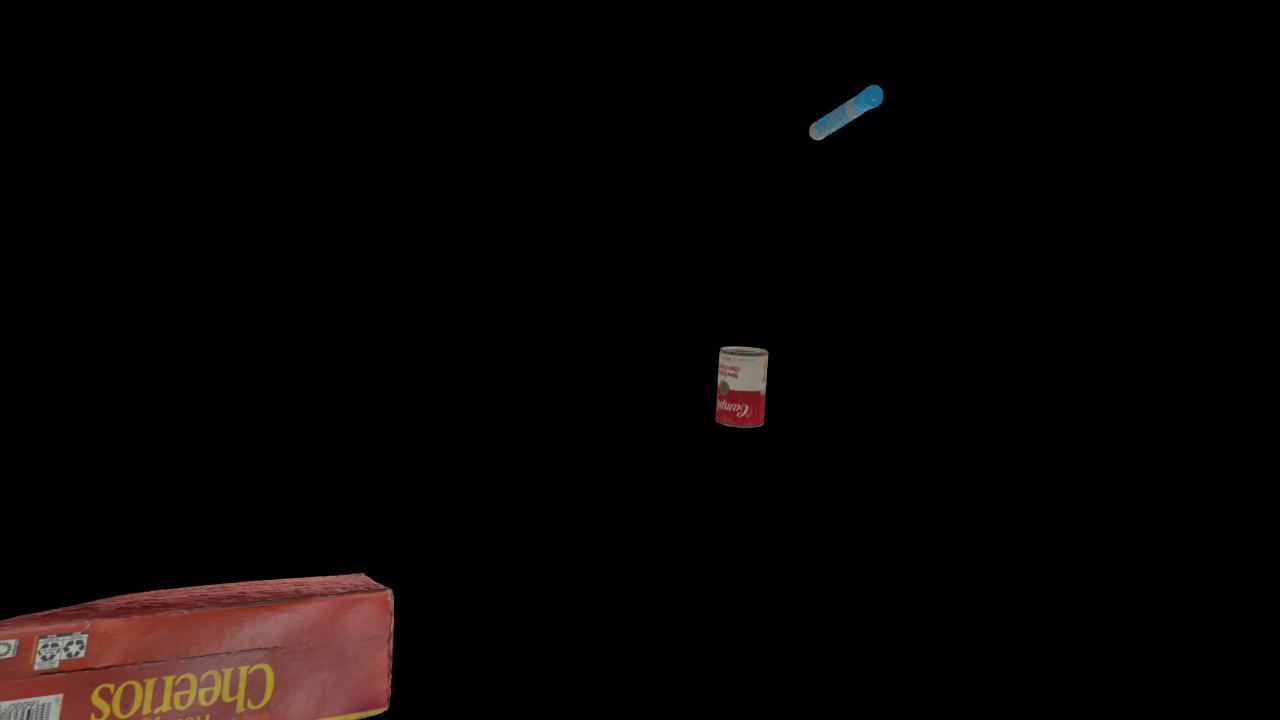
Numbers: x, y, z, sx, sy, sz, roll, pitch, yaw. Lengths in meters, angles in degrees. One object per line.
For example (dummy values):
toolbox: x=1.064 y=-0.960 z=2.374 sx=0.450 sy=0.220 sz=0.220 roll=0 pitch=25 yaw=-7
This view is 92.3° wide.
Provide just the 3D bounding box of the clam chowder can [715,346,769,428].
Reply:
clam chowder can: x=0.140 y=0.035 z=0.843 sx=0.068 sy=0.102 sz=0.068 roll=3 pitch=8 yaw=0

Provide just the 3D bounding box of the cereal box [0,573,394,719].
cereal box: x=-0.303 y=0.207 z=0.453 sx=0.203 sy=0.081 sz=0.306 roll=4 pitch=-18 yaw=-27

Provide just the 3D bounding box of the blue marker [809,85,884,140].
blue marker: x=0.195 y=-0.234 z=0.586 sx=0.020 sy=0.020 sz=0.121 roll=0 pitch=5 yaw=-8
